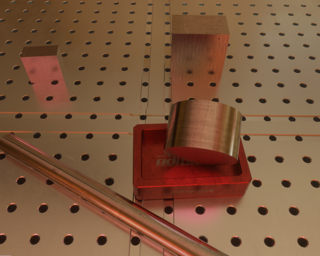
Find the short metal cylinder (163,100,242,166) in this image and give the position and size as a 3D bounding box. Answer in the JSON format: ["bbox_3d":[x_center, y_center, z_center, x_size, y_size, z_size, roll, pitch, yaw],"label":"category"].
[{"bbox_3d":[0.047,0.008,0.341,0.080,0.080,0.050,8,73,6],"label":"short metal cylinder"}]

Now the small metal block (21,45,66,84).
[{"bbox_3d":[-0.175,-0.096,0.470,0.050,0.050,0.025,-4,50,-4],"label":"small metal block"}]

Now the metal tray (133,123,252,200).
[{"bbox_3d":[0.034,0.036,0.373,0.131,0.030,0.090,-2,50,-2],"label":"metal tray"}]

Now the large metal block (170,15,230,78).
[{"bbox_3d":[0.058,-0.124,0.477,0.081,0.080,0.050,1,50,0],"label":"large metal block"}]

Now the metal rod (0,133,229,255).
[{"bbox_3d":[-0.063,0.077,0.341,0.301,0.025,0.025,25,54,19],"label":"metal rod"}]
